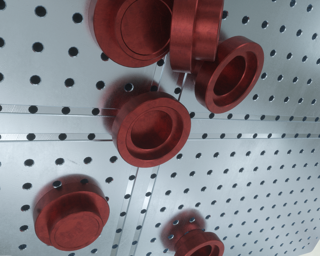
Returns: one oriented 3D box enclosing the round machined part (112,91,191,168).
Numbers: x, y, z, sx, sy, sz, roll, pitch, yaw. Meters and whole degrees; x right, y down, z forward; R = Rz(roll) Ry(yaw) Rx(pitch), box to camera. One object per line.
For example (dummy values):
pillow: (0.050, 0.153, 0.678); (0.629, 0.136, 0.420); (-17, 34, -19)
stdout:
round machined part: (-0.014, -0.002, 0.391); (0.099, 0.042, 0.097); (-14, 124, -21)

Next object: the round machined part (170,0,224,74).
round machined part: (0.041, -0.105, 0.318); (0.042, 0.098, 0.097); (9, 121, 9)

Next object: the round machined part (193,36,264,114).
round machined part: (0.080, -0.070, 0.390); (0.099, 0.042, 0.097); (-27, 141, -25)

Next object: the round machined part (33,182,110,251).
round machined part: (-0.115, 0.124, 0.414); (0.099, 0.042, 0.097); (-14, 124, -21)

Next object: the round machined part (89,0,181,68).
round machined part: (-0.020, -0.109, 0.321); (0.099, 0.042, 0.097); (-14, 124, -21)

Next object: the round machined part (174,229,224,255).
round machined part: (0.067, 0.229, 0.578); (0.099, 0.042, 0.097); (-14, 124, -21)
